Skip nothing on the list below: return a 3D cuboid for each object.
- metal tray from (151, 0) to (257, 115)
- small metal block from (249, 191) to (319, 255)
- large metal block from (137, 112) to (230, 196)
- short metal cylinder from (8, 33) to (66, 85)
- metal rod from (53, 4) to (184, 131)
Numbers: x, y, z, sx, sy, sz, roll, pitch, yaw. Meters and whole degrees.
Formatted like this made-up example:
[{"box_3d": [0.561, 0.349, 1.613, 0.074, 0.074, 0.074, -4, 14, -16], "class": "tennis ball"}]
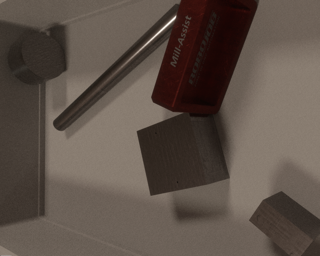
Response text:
[{"box_3d": [0.048, -0.080, 0.323, 0.030, 0.091, 0.129, 28, 108, 36], "class": "metal tray"}, {"box_3d": [0.120, 0.089, 0.290, 0.050, 0.050, 0.025, 39, 114, 32], "class": "small metal block"}, {"box_3d": [0.026, 0.031, 0.368, 0.080, 0.050, 0.080, -21, 77, 38], "class": "large metal block"}, {"box_3d": [-0.216, -0.120, 0.546, 0.050, 0.081, 0.080, -10, 84, 39], "class": "short metal cylinder"}, {"box_3d": [-0.075, -0.074, 0.466, 0.299, 0.025, 0.025, -34, 69, 34], "class": "metal rod"}]
